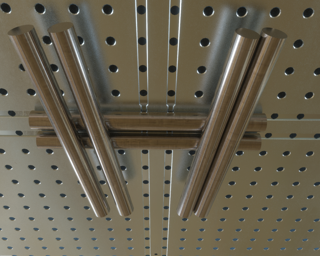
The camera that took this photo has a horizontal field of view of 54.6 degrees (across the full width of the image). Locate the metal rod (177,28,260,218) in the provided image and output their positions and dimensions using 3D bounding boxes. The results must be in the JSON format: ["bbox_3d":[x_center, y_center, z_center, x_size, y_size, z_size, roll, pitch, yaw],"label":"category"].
[{"bbox_3d":[0.062,0.020,0.397,0.025,0.025,0.298,7,130,-6],"label":"metal rod"}]

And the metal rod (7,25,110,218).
[{"bbox_3d":[-0.112,0.018,0.394,0.025,0.025,0.299,-6,130,5],"label":"metal rod"}]

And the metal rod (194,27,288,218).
[{"bbox_3d":[0.088,0.020,0.397,0.025,0.025,0.298,7,130,-6],"label":"metal rod"}]

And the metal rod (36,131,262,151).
[{"bbox_3d":[-0.014,0.018,0.427,0.302,0.025,0.025,1,130,-1],"label":"metal rod"}]

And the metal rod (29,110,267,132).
[{"bbox_3d":[-0.014,-0.009,0.405,0.302,0.025,0.025,1,130,-1],"label":"metal rod"}]

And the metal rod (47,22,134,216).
[{"bbox_3d":[-0.075,0.016,0.392,0.025,0.025,0.299,-6,130,5],"label":"metal rod"}]
